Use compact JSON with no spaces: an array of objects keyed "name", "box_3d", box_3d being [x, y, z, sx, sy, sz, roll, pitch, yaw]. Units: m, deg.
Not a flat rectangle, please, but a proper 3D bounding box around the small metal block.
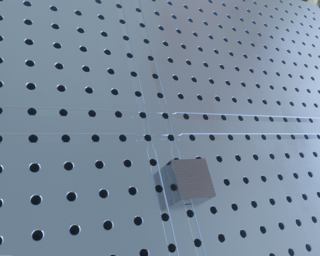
[{"name":"small metal block","box_3d":[0.036,0.067,0.387,0.050,0.025,0.050,1,61,-28]}]
